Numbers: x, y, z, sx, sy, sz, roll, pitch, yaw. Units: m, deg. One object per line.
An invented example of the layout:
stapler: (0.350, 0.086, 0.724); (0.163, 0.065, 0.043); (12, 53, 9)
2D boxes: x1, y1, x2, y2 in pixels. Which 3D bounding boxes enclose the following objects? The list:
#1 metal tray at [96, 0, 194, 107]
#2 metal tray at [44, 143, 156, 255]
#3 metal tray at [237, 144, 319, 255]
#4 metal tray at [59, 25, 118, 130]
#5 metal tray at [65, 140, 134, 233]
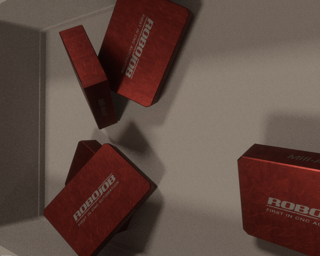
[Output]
metal tray: (-0.025, -0.103, 0.397); (0.090, 0.030, 0.129); (26, 108, 8)
metal tray: (-0.081, 0.097, 0.419); (0.090, 0.030, 0.130); (41, 88, 17)
metal tray: (0.137, 0.068, 0.269); (0.130, 0.030, 0.089); (8, 117, 39)
metal tray: (-0.095, -0.064, 0.427); (0.130, 0.030, 0.090); (94, 151, -66)
metal tray: (-0.089, 0.087, 0.475); (0.130, 0.030, 0.089); (35, 111, 34)
